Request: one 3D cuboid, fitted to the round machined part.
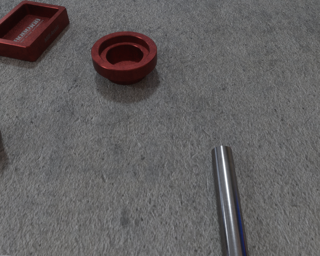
[{"bbox_3d":[-0.054,-0.104,0.479,0.099,0.042,0.098,0,50,0],"label":"round machined part"}]

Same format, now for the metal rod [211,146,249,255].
[{"bbox_3d":[0.073,0.144,0.283,0.025,0.025,0.300,1,50,0],"label":"metal rod"}]

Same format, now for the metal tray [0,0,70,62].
[{"bbox_3d":[-0.230,-0.173,0.542,0.090,0.030,0.130,13,51,10],"label":"metal tray"}]
